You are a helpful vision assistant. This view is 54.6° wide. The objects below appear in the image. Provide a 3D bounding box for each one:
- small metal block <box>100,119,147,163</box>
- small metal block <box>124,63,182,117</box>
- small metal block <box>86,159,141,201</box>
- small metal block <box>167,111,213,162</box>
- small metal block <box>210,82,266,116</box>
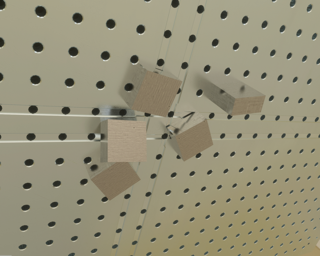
[{"bbox_3d":[-0.045,0.017,0.381,0.050,0.025,0.050,3,82,-30],"label":"small metal block"},{"bbox_3d":[-0.009,-0.045,0.378,0.050,0.025,0.050,12,112,-33],"label":"small metal block"},{"bbox_3d":[-0.062,0.062,0.415,0.050,0.025,0.050,-34,129,-6],"label":"small metal block"},{"bbox_3d":[0.044,0.012,0.442,0.050,0.025,0.050,-29,128,-10],"label":"small metal block"},{"bbox_3d":[0.106,-0.041,0.427,0.050,0.050,0.025,-7,122,-25],"label":"small metal block"}]
